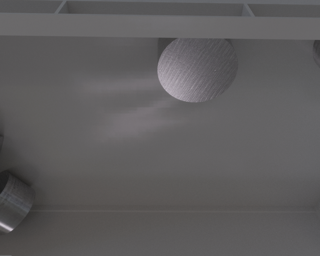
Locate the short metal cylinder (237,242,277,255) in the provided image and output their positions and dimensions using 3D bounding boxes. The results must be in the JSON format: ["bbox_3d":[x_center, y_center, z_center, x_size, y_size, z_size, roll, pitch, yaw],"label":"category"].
[{"bbox_3d":[0.201,0.276,0.632,0.081,0.050,0.079,0,130,0],"label":"short metal cylinder"}]

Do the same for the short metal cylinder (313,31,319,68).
[{"bbox_3d":[0.212,-0.080,0.326,0.081,0.050,0.079,0,130,0],"label":"short metal cylinder"}]

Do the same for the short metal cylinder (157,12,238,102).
[{"bbox_3d":[0.038,-0.074,0.330,0.081,0.050,0.079,0,130,0],"label":"short metal cylinder"}]

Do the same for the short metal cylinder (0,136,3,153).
[{"bbox_3d":[-0.248,0.041,0.405,0.050,0.080,0.079,21,127,-17],"label":"short metal cylinder"}]

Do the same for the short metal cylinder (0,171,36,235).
[{"bbox_3d":[-0.237,0.112,0.466,0.080,0.080,0.050,-27,125,21],"label":"short metal cylinder"}]
